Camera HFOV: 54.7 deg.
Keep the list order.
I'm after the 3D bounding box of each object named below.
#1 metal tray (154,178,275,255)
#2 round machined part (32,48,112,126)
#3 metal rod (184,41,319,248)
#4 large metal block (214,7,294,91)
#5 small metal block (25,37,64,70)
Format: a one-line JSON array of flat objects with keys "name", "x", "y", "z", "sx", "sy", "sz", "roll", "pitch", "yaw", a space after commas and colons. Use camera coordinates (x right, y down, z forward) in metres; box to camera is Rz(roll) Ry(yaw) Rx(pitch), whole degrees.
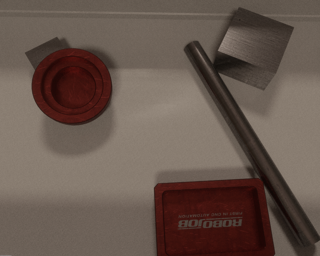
[{"name": "metal tray", "x": 0.060, "y": 0.110, "z": 0.367, "sx": 0.131, "sy": 0.030, "sz": 0.090, "roll": -3, "pitch": 70, "yaw": -2}, {"name": "round machined part", "x": -0.113, "y": -0.051, "z": 0.410, "sx": 0.099, "sy": 0.042, "sz": 0.097, "roll": 1, "pitch": 83, "yaw": -7}, {"name": "metal rod", "x": 0.111, "y": 0.008, "z": 0.408, "sx": 0.025, "sy": 0.025, "sz": 0.299, "roll": -24, "pitch": 72, "yaw": -9}, {"name": "large metal block", "x": 0.130, "y": -0.111, "z": 0.439, "sx": 0.080, "sy": 0.050, "sz": 0.080, "roll": 24, "pitch": 72, "yaw": 8}, {"name": "small metal block", "x": -0.154, "y": -0.094, "z": 0.442, "sx": 0.050, "sy": 0.025, "sz": 0.050, "roll": -31, "pitch": 73, "yaw": -11}]
